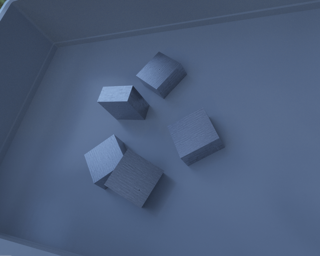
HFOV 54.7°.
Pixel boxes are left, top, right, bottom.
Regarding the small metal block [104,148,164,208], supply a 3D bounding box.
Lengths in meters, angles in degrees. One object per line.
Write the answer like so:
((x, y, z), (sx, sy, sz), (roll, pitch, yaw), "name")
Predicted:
((-0.030, 0.060, 0.370), (0.050, 0.025, 0.050), (32, 77, 4), "small metal block")

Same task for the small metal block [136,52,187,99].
((0.002, -0.078, 0.452), (0.050, 0.025, 0.050), (-47, 51, -5), "small metal block")

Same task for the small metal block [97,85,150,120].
((-0.051, -0.035, 0.438), (0.050, 0.050, 0.025), (2, 63, 29), "small metal block")

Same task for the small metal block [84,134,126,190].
((-0.068, 0.045, 0.414), (0.050, 0.025, 0.050), (-34, 51, 5), "small metal block")

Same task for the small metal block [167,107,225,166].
((0.043, 0.010, 0.377), (0.050, 0.025, 0.050), (-29, 52, 10), "small metal block")
